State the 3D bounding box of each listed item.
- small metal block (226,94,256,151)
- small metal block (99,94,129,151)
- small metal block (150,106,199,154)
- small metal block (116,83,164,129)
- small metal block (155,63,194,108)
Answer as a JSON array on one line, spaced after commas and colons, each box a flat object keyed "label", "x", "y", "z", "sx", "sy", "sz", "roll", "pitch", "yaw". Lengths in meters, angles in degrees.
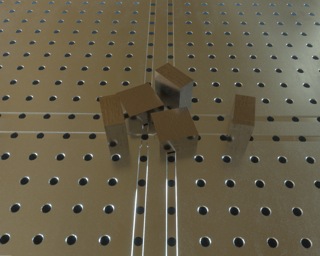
[{"label": "small metal block", "x": 0.104, "y": -0.007, "z": 0.398, "sx": 0.025, "sy": 0.050, "sz": 0.050, "roll": 10, "pitch": 51, "yaw": 8}, {"label": "small metal block", "x": -0.059, "y": -0.007, "z": 0.397, "sx": 0.025, "sy": 0.050, "sz": 0.050, "roll": -11, "pitch": 51, "yaw": -9}, {"label": "small metal block", "x": 0.018, "y": 0.002, "z": 0.406, "sx": 0.050, "sy": 0.025, "sz": 0.050, "roll": -11, "pitch": 51, "yaw": -9}, {"label": "small metal block", "x": -0.028, "y": -0.032, "z": 0.435, "sx": 0.050, "sy": 0.025, "sz": 0.050, "roll": -21, "pitch": 53, "yaw": -17}, {"label": "small metal block", "x": 0.019, "y": -0.056, "z": 0.439, "sx": 0.025, "sy": 0.050, "sz": 0.050, "roll": -35, "pitch": 58, "yaw": -25}]
